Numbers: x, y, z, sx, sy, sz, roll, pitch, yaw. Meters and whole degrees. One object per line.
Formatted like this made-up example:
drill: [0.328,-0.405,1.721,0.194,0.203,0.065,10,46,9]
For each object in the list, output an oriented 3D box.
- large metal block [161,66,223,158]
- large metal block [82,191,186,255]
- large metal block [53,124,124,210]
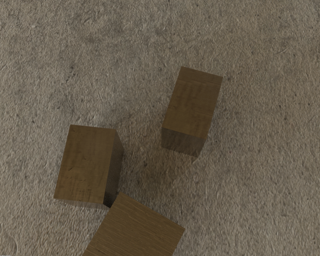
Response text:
large metal block: [0.038,-0.017,0.385,0.050,0.080,0.080,16,71,6]
large metal block: [-0.029,0.128,0.344,0.080,0.050,0.080,29,73,4]
large metal block: [-0.077,0.049,0.360,0.050,0.080,0.080,6,70,2]
